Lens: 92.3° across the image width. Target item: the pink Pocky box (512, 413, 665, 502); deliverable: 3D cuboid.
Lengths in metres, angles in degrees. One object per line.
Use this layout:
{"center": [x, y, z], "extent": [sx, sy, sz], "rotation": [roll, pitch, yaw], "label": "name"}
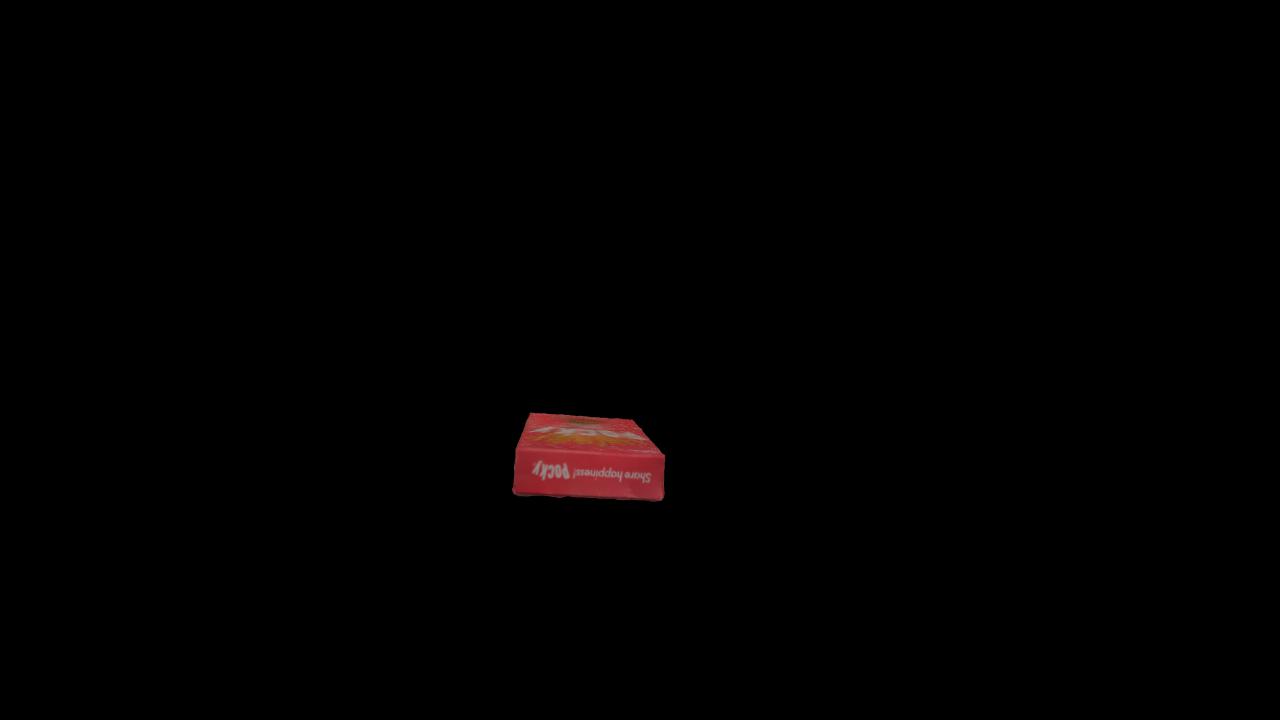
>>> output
{"center": [-0.036, 0.060, 0.408], "extent": [0.084, 0.029, 0.155], "rotation": [4, 2, -7], "label": "pink Pocky box"}
